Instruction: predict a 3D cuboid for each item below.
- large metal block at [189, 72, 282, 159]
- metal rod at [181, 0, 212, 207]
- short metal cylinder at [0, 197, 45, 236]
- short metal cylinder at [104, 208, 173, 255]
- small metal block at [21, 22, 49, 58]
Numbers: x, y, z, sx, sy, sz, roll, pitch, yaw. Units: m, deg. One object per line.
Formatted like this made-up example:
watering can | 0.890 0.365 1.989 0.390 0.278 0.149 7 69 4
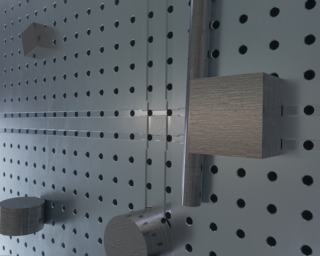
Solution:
large metal block | 0.079 -0.012 0.328 0.080 0.050 0.080 1 91 40
metal rod | 0.045 -0.056 0.372 0.025 0.025 0.298 4 93 40
short metal cylinder | -0.264 0.167 0.592 0.080 0.081 0.050 4 93 40
short metal cylinder | -0.030 0.153 0.418 0.080 0.050 0.080 0 90 40
small metal block | -0.249 -0.173 0.615 0.050 0.025 0.050 -20 77 38
